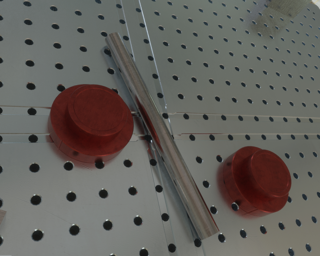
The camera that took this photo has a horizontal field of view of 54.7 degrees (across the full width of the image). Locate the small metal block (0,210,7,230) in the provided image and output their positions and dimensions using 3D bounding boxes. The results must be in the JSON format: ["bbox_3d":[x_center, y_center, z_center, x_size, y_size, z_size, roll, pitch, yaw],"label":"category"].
[{"bbox_3d":[-0.168,0.090,0.263,0.050,0.025,0.050,22,53,-15],"label":"small metal block"}]

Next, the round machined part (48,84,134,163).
[{"bbox_3d":[-0.077,-0.012,0.363,0.099,0.042,0.098,14,56,-21],"label":"round machined part"}]

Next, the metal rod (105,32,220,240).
[{"bbox_3d":[-0.005,-0.002,0.406,0.025,0.025,0.299,-14,69,-34],"label":"metal rod"}]

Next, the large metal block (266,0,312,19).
[{"bbox_3d":[0.311,-0.320,0.735,0.081,0.080,0.050,17,55,-19],"label":"large metal block"}]

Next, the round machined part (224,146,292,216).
[{"bbox_3d":[0.142,0.069,0.431,0.099,0.042,0.098,14,56,-21],"label":"round machined part"}]
